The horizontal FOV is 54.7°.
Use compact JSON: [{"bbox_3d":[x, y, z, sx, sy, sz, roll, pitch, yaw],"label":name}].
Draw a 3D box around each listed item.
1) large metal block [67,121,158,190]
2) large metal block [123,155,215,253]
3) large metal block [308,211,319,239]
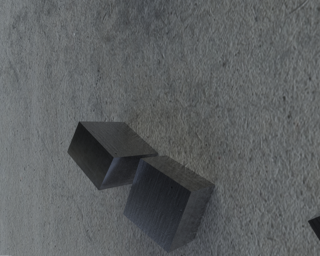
[{"bbox_3d":[-0.064,0.034,0.422,0.080,0.081,0.050,40,115,32],"label":"large metal block"},{"bbox_3d":[0.009,0.089,0.381,0.080,0.050,0.079,29,108,36],"label":"large metal block"},{"bbox_3d":[0.181,0.089,0.239,0.080,0.050,0.080,-40,66,33],"label":"large metal block"}]
